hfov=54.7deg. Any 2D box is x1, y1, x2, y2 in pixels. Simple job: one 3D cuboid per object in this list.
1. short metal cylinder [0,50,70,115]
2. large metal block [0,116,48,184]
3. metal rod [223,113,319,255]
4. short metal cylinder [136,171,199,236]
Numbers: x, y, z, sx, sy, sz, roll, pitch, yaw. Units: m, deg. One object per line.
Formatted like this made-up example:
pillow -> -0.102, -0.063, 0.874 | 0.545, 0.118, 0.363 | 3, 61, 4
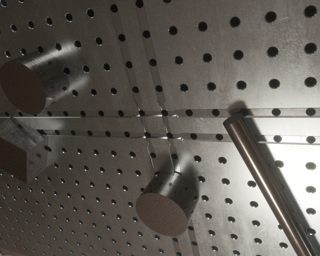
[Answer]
short metal cylinder -> -0.180, -0.066, 0.447 | 0.080, 0.050, 0.079 | 13, 124, 20
large metal block -> -0.249, 0.039, 0.547 | 0.080, 0.050, 0.079 | 27, 128, 11
metal rod -> 0.161, 0.113, 0.395 | 0.025, 0.025, 0.299 | -22, 107, 36
short metal cylinder -> 0.011, 0.111, 0.457 | 0.080, 0.050, 0.079 | 13, 124, 20
